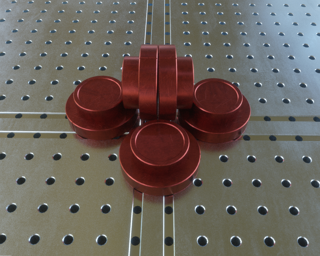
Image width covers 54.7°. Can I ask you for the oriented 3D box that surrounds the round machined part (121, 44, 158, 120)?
[{"bbox_3d":[-0.024,-0.058,0.401,0.042,0.097,0.098,1,50,1],"label":"round machined part"}]

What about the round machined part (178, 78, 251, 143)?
[{"bbox_3d":[0.074,-0.031,0.422,0.099,0.042,0.098,0,50,0],"label":"round machined part"}]

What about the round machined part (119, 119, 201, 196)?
[{"bbox_3d":[0.000,0.028,0.373,0.099,0.042,0.098,0,50,0],"label":"round machined part"}]

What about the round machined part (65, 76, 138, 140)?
[{"bbox_3d":[-0.080,-0.034,0.424,0.099,0.042,0.098,0,50,0],"label":"round machined part"}]

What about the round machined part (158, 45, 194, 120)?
[{"bbox_3d":[0.019,-0.058,0.402,0.042,0.097,0.098,-1,50,-1],"label":"round machined part"}]
